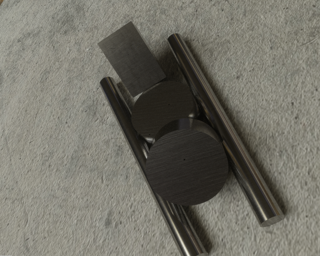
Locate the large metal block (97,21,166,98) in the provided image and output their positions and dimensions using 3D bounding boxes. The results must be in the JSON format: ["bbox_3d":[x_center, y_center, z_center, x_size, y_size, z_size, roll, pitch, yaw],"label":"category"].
[{"bbox_3d":[-0.034,-0.093,0.425,0.050,0.080,0.080,-32,10,8],"label":"large metal block"}]

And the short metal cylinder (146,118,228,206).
[{"bbox_3d":[0.028,0.034,0.327,0.080,0.080,0.050,-28,10,10],"label":"short metal cylinder"}]

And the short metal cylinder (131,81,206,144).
[{"bbox_3d":[0.011,-0.012,0.391,0.080,0.050,0.080,-13,56,21],"label":"short metal cylinder"}]

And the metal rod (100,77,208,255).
[{"bbox_3d":[-0.024,0.029,0.399,0.025,0.025,0.300,-35,51,5],"label":"metal rod"}]

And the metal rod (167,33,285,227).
[{"bbox_3d":[0.065,-0.023,0.385,0.025,0.025,0.299,-28,52,10],"label":"metal rod"}]
